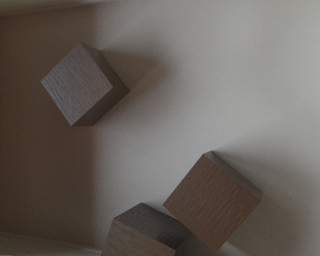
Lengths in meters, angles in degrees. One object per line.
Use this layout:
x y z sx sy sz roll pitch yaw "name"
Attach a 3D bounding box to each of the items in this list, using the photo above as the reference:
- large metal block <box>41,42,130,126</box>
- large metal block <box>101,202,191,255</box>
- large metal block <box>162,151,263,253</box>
-0.104 -0.058 0.434 0.080 0.050 0.080 -40 78 15 "large metal block"
-0.013 0.141 0.386 0.080 0.080 0.050 21 97 19 "large metal block"
0.064 0.085 0.374 0.080 0.050 0.080 40 102 15 "large metal block"
